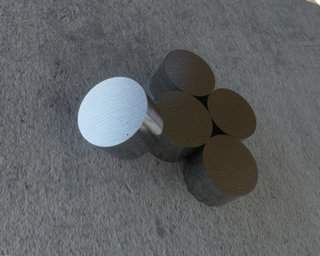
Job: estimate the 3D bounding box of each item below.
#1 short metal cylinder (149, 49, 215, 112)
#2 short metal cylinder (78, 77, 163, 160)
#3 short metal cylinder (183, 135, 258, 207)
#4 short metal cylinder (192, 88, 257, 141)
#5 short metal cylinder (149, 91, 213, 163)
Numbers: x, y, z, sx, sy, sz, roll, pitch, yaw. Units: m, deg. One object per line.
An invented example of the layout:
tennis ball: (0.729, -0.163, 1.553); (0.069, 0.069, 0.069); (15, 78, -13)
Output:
short metal cylinder: (0.032, -0.066, 0.446); (0.081, 0.050, 0.080); (14, 56, -21)
short metal cylinder: (-0.043, -0.010, 0.346); (0.080, 0.050, 0.080); (-7, 67, 17)
short metal cylinder: (0.077, 0.055, 0.397); (0.081, 0.050, 0.080); (14, 56, -21)
short metal cylinder: (0.089, -0.010, 0.443); (0.081, 0.050, 0.080); (14, 56, -21)
short metal cylinder: (0.020, -0.001, 0.400); (0.081, 0.050, 0.080); (14, 56, -21)
